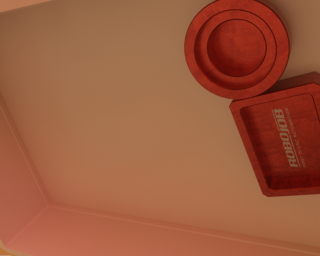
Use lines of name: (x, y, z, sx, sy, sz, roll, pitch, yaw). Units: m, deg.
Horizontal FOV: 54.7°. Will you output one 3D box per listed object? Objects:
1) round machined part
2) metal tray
round machined part: (0.077, -0.081, 0.306, 0.098, 0.042, 0.097, 13, 124, 20)
metal tray: (0.141, 0.013, 0.338, 0.090, 0.030, 0.129, -13, 112, 33)
